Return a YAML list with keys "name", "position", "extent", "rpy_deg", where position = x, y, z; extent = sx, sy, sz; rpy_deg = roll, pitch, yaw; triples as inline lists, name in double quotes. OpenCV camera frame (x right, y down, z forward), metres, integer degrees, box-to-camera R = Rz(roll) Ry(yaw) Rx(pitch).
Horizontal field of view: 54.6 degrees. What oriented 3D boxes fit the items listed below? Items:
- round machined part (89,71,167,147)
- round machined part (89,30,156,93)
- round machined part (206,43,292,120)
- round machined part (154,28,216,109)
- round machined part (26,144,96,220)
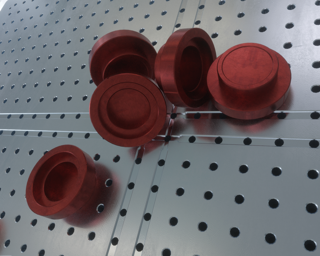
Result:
- name: "round machined part"
  position: [-0.041, -0.027, 0.413]
  extent: [0.098, 0.098, 0.042]
  rpy_deg: [-32, 17, 8]
- name: "round machined part"
  position: [-0.048, -0.083, 0.436]
  extent: [0.098, 0.098, 0.042]
  rpy_deg: [-31, 43, 9]
- name: "round machined part"
  position: [0.105, -0.062, 0.371]
  extent: [0.098, 0.042, 0.098]
  rpy_deg: [-7, 61, 12]
- name: "round machined part"
  position: [0.030, -0.075, 0.393]
  extent: [0.042, 0.098, 0.098]
  rpy_deg: [9, 66, 38]
- name: "round machined part"
  position: [-0.128, 0.075, 0.420]
  extent: [0.098, 0.042, 0.098]
  rpy_deg: [-13, 56, 21]
